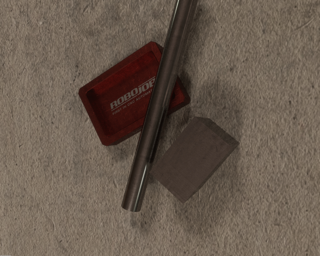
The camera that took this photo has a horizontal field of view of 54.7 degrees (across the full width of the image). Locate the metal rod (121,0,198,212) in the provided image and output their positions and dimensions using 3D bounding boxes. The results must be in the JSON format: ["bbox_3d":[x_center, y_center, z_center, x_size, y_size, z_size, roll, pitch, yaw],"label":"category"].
[{"bbox_3d":[0.003,-0.043,0.374,0.025,0.025,0.298,17,96,19],"label":"metal rod"}]

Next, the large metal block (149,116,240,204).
[{"bbox_3d":[0.044,0.034,0.364,0.050,0.080,0.080,42,103,15],"label":"large metal block"}]

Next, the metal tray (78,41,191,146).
[{"bbox_3d":[-0.037,-0.043,0.418,0.130,0.030,0.090,-29,81,17],"label":"metal tray"}]
